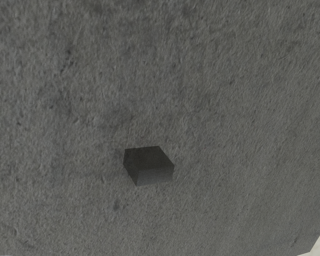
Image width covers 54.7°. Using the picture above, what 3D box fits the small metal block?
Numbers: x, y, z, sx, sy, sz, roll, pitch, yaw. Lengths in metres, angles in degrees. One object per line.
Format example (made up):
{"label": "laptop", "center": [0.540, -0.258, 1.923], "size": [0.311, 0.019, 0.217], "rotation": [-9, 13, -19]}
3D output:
{"label": "small metal block", "center": [-0.016, 0.049, 0.414], "size": [0.050, 0.050, 0.025], "rotation": [-4, 120, -27]}
